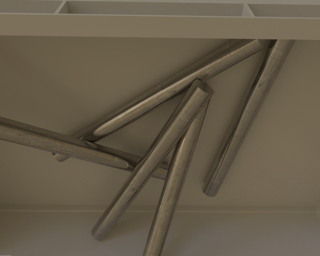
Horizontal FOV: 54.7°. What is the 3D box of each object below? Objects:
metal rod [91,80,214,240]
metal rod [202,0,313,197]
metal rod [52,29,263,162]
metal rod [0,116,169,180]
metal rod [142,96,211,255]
[{"bbox_3d":[-0.024,0.061,0.413,0.025,0.025,0.298,23,123,-19],"label":"metal rod"},{"bbox_3d":[0.109,-0.012,0.399,0.025,0.025,0.298,9,130,-8],"label":"metal rod"},{"bbox_3d":[-0.020,-0.029,0.383,0.300,0.025,0.025,-28,125,21],"label":"metal rod"},{"bbox_3d":[-0.110,0.024,0.388,0.302,0.025,0.025,20,128,-32],"label":"metal rod"},{"bbox_3d":[0.011,0.096,0.409,0.025,0.025,0.298,13,103,-11],"label":"metal rod"}]
